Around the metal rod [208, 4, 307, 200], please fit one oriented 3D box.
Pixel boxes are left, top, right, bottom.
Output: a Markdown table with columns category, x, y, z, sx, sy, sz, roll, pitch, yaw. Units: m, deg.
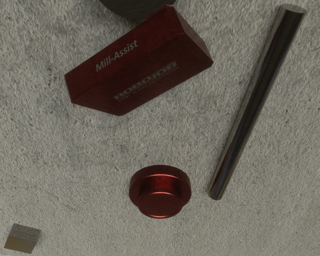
| category | x | y | z | sx | sy | sz | roll | pitch | yaw |
| --- | --- | --- | --- | --- | --- | --- | --- | --- | --- |
| metal rod | 0.111 | -0.006 | 0.402 | 0.025 | 0.025 | 0.298 | 6 | 130 | -6 |

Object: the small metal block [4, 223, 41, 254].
| category | x | y | z | sx | sy | sz | roll | pitch | yaw |
| --- | --- | --- | --- | --- | --- | --- | --- | --- | --- |
| small metal block | -0.259 | 0.208 | 0.582 | 0.050 | 0.025 | 0.050 | 22 | 127 | -18 |

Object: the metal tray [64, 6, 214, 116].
| category | x | y | z | sx | sy | sz | roll | pitch | yaw |
| --- | --- | --- | --- | --- | --- | --- | --- | --- | --- |
| metal tray | -0.020 | -0.060 | 0.321 | 0.130 | 0.030 | 0.090 | -27 | 161 | 21 |

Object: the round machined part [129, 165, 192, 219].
| category | x | y | z | sx | sy | sz | roll | pitch | yaw |
| --- | --- | --- | --- | --- | --- | --- | --- | --- | --- |
| round machined part | 0.001 | 0.106 | 0.486 | 0.099 | 0.042 | 0.097 | 0 | 130 | 0 |

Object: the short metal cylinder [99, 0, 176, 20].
| category | x | y | z | sx | sy | sz | roll | pitch | yaw |
| --- | --- | --- | --- | --- | --- | --- | --- | --- | --- |
| short metal cylinder | -0.019 | -0.143 | 0.269 | 0.081 | 0.050 | 0.079 | 0 | 130 | 0 |
